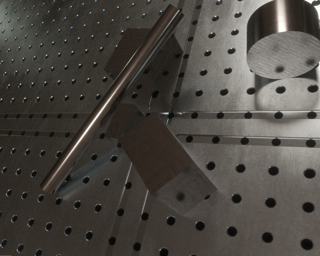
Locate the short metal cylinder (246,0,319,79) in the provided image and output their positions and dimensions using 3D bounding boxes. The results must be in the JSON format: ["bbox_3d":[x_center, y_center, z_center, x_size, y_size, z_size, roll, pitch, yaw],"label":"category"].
[{"bbox_3d":[0.143,-0.101,0.360,0.080,0.080,0.050,-5,60,25],"label":"short metal cylinder"}]

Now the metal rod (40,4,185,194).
[{"bbox_3d":[-0.068,-0.032,0.416,0.299,0.025,0.025,-53,51,8],"label":"metal rod"}]

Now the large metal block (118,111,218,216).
[{"bbox_3d":[0.010,0.041,0.342,0.050,0.080,0.080,-39,51,2],"label":"large metal block"}]

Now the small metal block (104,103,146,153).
[{"bbox_3d":[-0.041,0.002,0.411,0.025,0.050,0.050,6,65,30],"label":"small metal block"}]

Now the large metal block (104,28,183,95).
[{"bbox_3d":[-0.023,-0.102,0.465,0.080,0.050,0.080,12,68,33],"label":"large metal block"}]
